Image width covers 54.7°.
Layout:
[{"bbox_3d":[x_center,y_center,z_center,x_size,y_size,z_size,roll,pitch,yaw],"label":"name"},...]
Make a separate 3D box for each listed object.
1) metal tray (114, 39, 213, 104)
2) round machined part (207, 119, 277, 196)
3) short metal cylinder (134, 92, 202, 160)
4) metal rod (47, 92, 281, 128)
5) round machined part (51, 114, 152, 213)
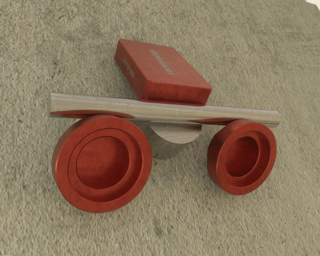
[{"bbox_3d":[0.000,-0.075,0.415,0.091,0.030,0.130,2,35,-28],"label":"metal tray"},{"bbox_3d":[0.102,0.035,0.407,0.099,0.042,0.097,-8,108,-26],"label":"round machined part"},{"bbox_3d":[0.006,-0.005,0.398,0.081,0.050,0.080,14,56,-21],"label":"short metal cylinder"},{"bbox_3d":[0.027,-0.018,0.369,0.303,0.025,0.025,2,61,-28],"label":"metal rod"},{"bbox_3d":[-0.061,0.034,0.321,0.099,0.042,0.097,-6,103,-28],"label":"round machined part"}]
